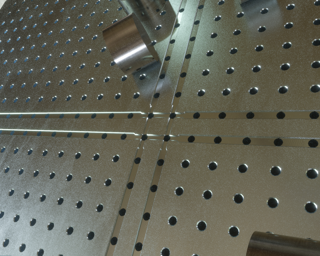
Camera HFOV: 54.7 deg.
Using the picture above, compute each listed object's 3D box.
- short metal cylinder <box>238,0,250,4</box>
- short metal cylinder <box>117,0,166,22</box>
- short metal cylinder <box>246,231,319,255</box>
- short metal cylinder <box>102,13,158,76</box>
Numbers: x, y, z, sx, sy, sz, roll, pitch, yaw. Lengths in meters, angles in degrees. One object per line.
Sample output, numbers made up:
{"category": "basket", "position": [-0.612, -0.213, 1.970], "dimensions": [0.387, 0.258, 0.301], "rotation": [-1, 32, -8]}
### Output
{"category": "short metal cylinder", "position": [0.127, -0.229, 0.447], "dimensions": [0.050, 0.080, 0.080], "rotation": [-22, 54, 15]}
{"category": "short metal cylinder", "position": [-0.035, -0.239, 0.557], "dimensions": [0.080, 0.050, 0.080], "rotation": [-13, 56, 21]}
{"category": "short metal cylinder", "position": [0.099, 0.126, 0.243], "dimensions": [0.050, 0.080, 0.080], "rotation": [0, 62, 28]}
{"category": "short metal cylinder", "position": [-0.044, -0.127, 0.474], "dimensions": [0.050, 0.080, 0.080], "rotation": [-25, 53, 13]}
